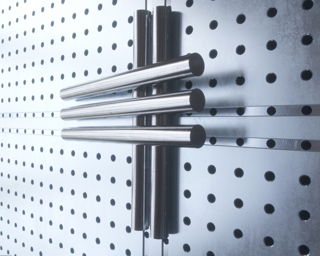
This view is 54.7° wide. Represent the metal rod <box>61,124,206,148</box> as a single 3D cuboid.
[{"bbox_3d":[-0.061,0.009,0.430,0.300,0.025,0.025,0,90,48],"label":"metal rod"}]

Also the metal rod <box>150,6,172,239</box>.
[{"bbox_3d":[0.001,-0.007,0.407,0.025,0.025,0.298,1,91,39],"label":"metal rod"}]

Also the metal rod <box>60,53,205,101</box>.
[{"bbox_3d":[-0.063,-0.063,0.432,0.300,0.025,0.025,-2,89,47],"label":"metal rod"}]

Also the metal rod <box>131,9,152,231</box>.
[{"bbox_3d":[-0.026,-0.010,0.429,0.025,0.025,0.298,1,91,39],"label":"metal rod"}]

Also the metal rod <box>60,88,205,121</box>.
[{"bbox_3d":[-0.062,-0.026,0.431,0.300,0.025,0.025,-1,89,48],"label":"metal rod"}]
